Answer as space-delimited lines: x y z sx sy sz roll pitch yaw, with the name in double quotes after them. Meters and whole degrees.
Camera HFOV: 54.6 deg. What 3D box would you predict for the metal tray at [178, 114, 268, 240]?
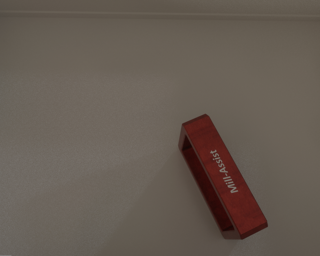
0.064 0.059 0.354 0.030 0.090 0.130 -23 72 -8 "metal tray"
